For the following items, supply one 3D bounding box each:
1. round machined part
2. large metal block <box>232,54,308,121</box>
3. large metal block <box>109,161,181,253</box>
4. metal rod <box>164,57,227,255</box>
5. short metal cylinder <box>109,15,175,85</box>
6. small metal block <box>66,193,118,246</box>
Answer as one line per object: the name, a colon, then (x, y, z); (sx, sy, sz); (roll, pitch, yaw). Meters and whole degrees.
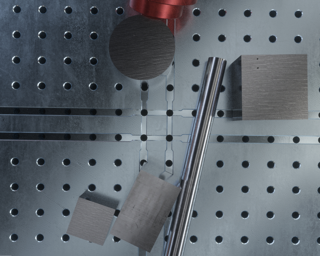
round machined part: (-0.001, -0.168, 0.386); (0.099, 0.098, 0.042); (14, 126, 0)
large metal block: (0.140, -0.050, 0.402); (0.081, 0.050, 0.079); (-1, 90, 0)
large metal block: (-0.016, 0.093, 0.386); (0.050, 0.080, 0.080); (26, 90, 0)
metal rod: (0.044, 0.054, 0.413); (0.025, 0.025, 0.298); (13, 90, 0)
short metal cylinder: (-0.022, -0.098, 0.401); (0.081, 0.050, 0.079); (0, 90, 0)
small metal block: (-0.089, 0.121, 0.413); (0.050, 0.025, 0.050); (19, 90, 0)
